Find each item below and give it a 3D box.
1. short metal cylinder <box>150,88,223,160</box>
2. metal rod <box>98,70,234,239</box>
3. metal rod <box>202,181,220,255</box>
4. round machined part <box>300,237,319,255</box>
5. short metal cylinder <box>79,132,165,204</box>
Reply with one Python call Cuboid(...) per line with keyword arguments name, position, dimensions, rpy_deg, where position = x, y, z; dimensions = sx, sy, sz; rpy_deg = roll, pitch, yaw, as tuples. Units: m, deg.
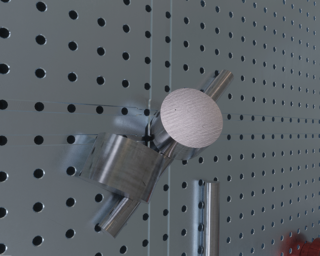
Cuboid(name="short metal cylinder", position=(0.033, -0.004, 0.397), dimensions=(0.081, 0.050, 0.080), rpy_deg=(6, 65, -14))
Cuboid(name="metal rod", position=(0.023, 0.018, 0.427), dimensions=(0.301, 0.025, 0.025), rpy_deg=(-50, 120, -28))
Cuboid(name="metal rod", position=(0.077, 0.232, 0.473), dimensions=(0.025, 0.025, 0.298), rpy_deg=(2, 89, -40))
Cuboid(name="round machined part", position=(0.348, 0.293, 0.690), dimensions=(0.099, 0.042, 0.097), rpy_deg=(0, 90, -40))
Cuboid(name="short metal cylinder", position=(-0.041, 0.045, 0.339), dimensions=(0.080, 0.080, 0.050), rpy_deg=(34, 69, -35))
